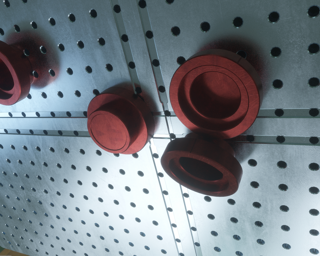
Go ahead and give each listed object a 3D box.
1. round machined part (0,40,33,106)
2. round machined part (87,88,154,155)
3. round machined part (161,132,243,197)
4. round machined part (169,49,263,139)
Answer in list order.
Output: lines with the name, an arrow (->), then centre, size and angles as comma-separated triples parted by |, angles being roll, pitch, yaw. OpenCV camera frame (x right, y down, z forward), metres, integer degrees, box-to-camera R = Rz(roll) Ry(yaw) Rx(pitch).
round machined part -> -0.235, -0.087, 0.472 | 0.098, 0.042, 0.097 | 13, 124, 21
round machined part -> -0.061, -0.003, 0.431 | 0.098, 0.042, 0.097 | 13, 124, 21
round machined part -> 0.054, 0.041, 0.384 | 0.098, 0.042, 0.098 | 19, 148, 13
round machined part -> 0.063, -0.040, 0.343 | 0.098, 0.042, 0.097 | 13, 124, 21
